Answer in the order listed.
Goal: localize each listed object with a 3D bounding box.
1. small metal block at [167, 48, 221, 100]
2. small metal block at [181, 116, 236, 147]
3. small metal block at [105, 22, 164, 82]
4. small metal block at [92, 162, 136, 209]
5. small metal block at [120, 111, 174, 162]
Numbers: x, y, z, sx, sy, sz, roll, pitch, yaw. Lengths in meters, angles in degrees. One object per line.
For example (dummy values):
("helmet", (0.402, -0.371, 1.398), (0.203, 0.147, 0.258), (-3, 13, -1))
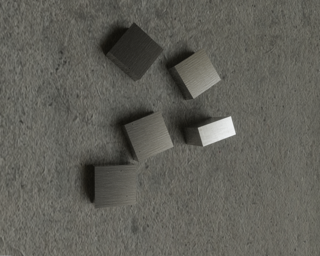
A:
("small metal block", (0.047, -0.073, 0.426), (0.050, 0.025, 0.050), (-35, 102, -17))
("small metal block", (0.065, 0.004, 0.420), (0.050, 0.050, 0.025), (-19, 97, -19))
("small metal block", (-0.033, -0.096, 0.397), (0.050, 0.025, 0.050), (40, 77, -16))
("small metal block", (-0.058, 0.070, 0.388), (0.050, 0.025, 0.050), (-1, 90, -20))
("small metal block", (-0.017, 0.010, 0.403), (0.050, 0.025, 0.050), (-23, 98, -19))
